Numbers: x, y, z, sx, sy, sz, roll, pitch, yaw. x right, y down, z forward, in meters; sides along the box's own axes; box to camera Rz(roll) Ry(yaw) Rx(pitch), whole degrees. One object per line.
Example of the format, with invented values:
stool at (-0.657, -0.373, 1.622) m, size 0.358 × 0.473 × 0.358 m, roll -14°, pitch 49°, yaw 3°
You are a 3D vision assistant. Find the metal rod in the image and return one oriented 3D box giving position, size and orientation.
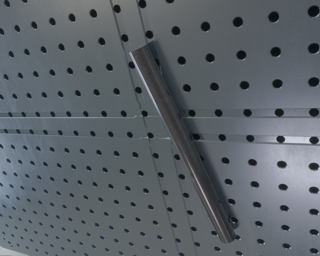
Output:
metal rod at (0.037, 0.033, 0.412) m, size 0.025 × 0.025 × 0.299 m, roll -14°, pitch 111°, yaw 34°
